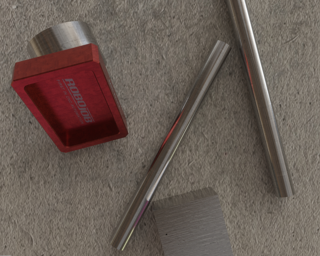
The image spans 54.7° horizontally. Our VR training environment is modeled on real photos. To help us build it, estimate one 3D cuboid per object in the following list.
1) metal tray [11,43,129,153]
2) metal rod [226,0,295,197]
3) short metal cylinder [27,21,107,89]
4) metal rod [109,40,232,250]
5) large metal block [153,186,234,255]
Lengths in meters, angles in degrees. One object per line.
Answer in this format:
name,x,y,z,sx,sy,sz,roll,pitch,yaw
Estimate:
metal tray,-0.097,-0.028,0.361,0.091,0.129,0.030,-15,51,0
metal rod,0.130,-0.056,0.411,0.025,0.025,0.298,-14,90,0
short metal cylinder,-0.113,-0.087,0.381,0.080,0.080,0.050,-26,90,0
metal rod,0.014,0.022,0.410,0.025,0.025,0.299,28,90,-1
large metal block,0.041,0.128,0.398,0.080,0.050,0.080,-14,90,-1
